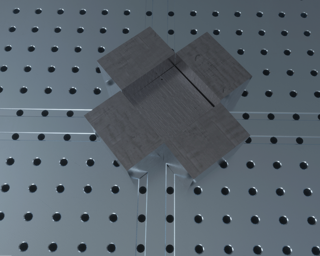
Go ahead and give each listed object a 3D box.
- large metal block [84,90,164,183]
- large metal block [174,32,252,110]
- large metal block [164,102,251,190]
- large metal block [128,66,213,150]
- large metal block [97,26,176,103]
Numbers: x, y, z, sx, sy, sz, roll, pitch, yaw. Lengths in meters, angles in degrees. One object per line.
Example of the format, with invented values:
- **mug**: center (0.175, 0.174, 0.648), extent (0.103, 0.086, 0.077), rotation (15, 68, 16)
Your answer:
- **large metal block**: center (-0.040, 0.014, 0.377), extent (0.050, 0.080, 0.080), rotation (-37, 75, -12)
- **large metal block**: center (0.064, -0.062, 0.406), extent (0.050, 0.080, 0.080), rotation (-37, 75, -12)
- **large metal block**: center (0.052, 0.025, 0.375), extent (0.080, 0.080, 0.050), rotation (-35, 74, -12)
- **large metal block**: center (0.013, -0.019, 0.404), extent (0.080, 0.050, 0.080), rotation (-37, 73, -10)
- **large metal block**: center (-0.028, -0.072, 0.409), extent (0.080, 0.080, 0.050), rotation (-37, 74, -12)
